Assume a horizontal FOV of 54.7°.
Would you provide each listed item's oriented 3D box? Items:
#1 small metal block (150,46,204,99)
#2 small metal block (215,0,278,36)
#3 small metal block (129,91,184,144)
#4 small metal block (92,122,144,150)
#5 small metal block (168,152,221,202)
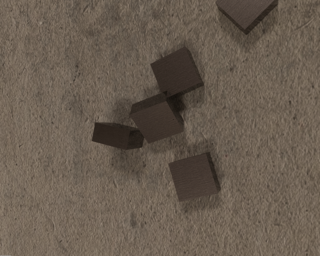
[{"bbox_3d":[0.022,-0.069,0.400,0.050,0.025,0.050,-23,82,18],"label":"small metal block"},{"bbox_3d":[0.104,-0.150,0.372,0.050,0.025,0.050,-45,77,14],"label":"small metal block"},{"bbox_3d":[-0.003,-0.013,0.396,0.050,0.025,0.050,-20,122,18],"label":"small metal block"},{"bbox_3d":[-0.054,0.010,0.414,0.050,0.050,0.025,13,95,19],"label":"small metal block"},{"bbox_3d":[0.044,0.062,0.393,0.050,0.025,0.050,-18,84,18],"label":"small metal block"}]
